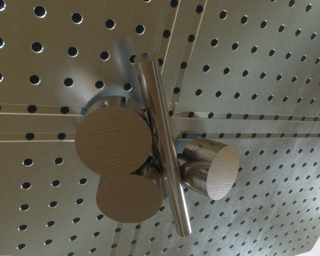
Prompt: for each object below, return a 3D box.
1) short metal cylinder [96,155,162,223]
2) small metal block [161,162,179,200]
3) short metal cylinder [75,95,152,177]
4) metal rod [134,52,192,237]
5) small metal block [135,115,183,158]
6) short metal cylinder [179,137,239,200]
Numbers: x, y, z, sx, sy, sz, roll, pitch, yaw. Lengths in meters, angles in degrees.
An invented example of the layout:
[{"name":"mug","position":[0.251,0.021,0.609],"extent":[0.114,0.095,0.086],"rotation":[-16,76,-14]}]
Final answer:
[{"name":"short metal cylinder","position":[-0.038,0.075,0.399],"extent":[0.081,0.050,0.079],"rotation":[-1,120,-2]},{"name":"small metal block","position":[0.010,0.071,0.456],"extent":[0.050,0.025,0.050],"rotation":[-35,129,-5]},{"name":"short metal cylinder","position":[-0.051,0.008,0.349],"extent":[0.081,0.050,0.079],"rotation":[-2,109,-6]},{"name":"metal rod","position":[0.012,0.045,0.408],"extent":[0.025,0.025,0.298],"rotation":[-23,127,-14]},{"name":"small metal block","position":[-0.006,0.004,0.406],"extent":[0.050,0.025,0.050],"rotation":[-37,129,-4]},{"name":"short metal cylinder","position":[0.071,0.057,0.448],"extent":[0.081,0.050,0.079],"rotation":[-18,115,-43]}]
